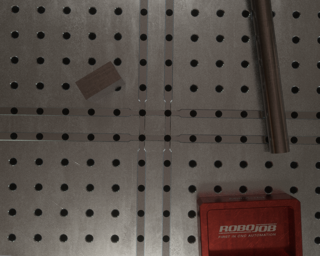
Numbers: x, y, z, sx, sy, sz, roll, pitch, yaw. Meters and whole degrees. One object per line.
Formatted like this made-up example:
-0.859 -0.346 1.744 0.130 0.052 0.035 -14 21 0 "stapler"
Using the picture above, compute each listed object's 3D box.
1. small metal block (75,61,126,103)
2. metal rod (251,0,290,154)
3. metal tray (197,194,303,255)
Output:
-0.075 -0.058 0.400 0.050 0.050 0.025 -32 90 0 "small metal block"
0.142 -0.115 0.415 0.025 0.025 0.298 -7 90 0 "metal rod"
0.117 0.138 0.412 0.131 0.030 0.089 -2 90 -1 "metal tray"
